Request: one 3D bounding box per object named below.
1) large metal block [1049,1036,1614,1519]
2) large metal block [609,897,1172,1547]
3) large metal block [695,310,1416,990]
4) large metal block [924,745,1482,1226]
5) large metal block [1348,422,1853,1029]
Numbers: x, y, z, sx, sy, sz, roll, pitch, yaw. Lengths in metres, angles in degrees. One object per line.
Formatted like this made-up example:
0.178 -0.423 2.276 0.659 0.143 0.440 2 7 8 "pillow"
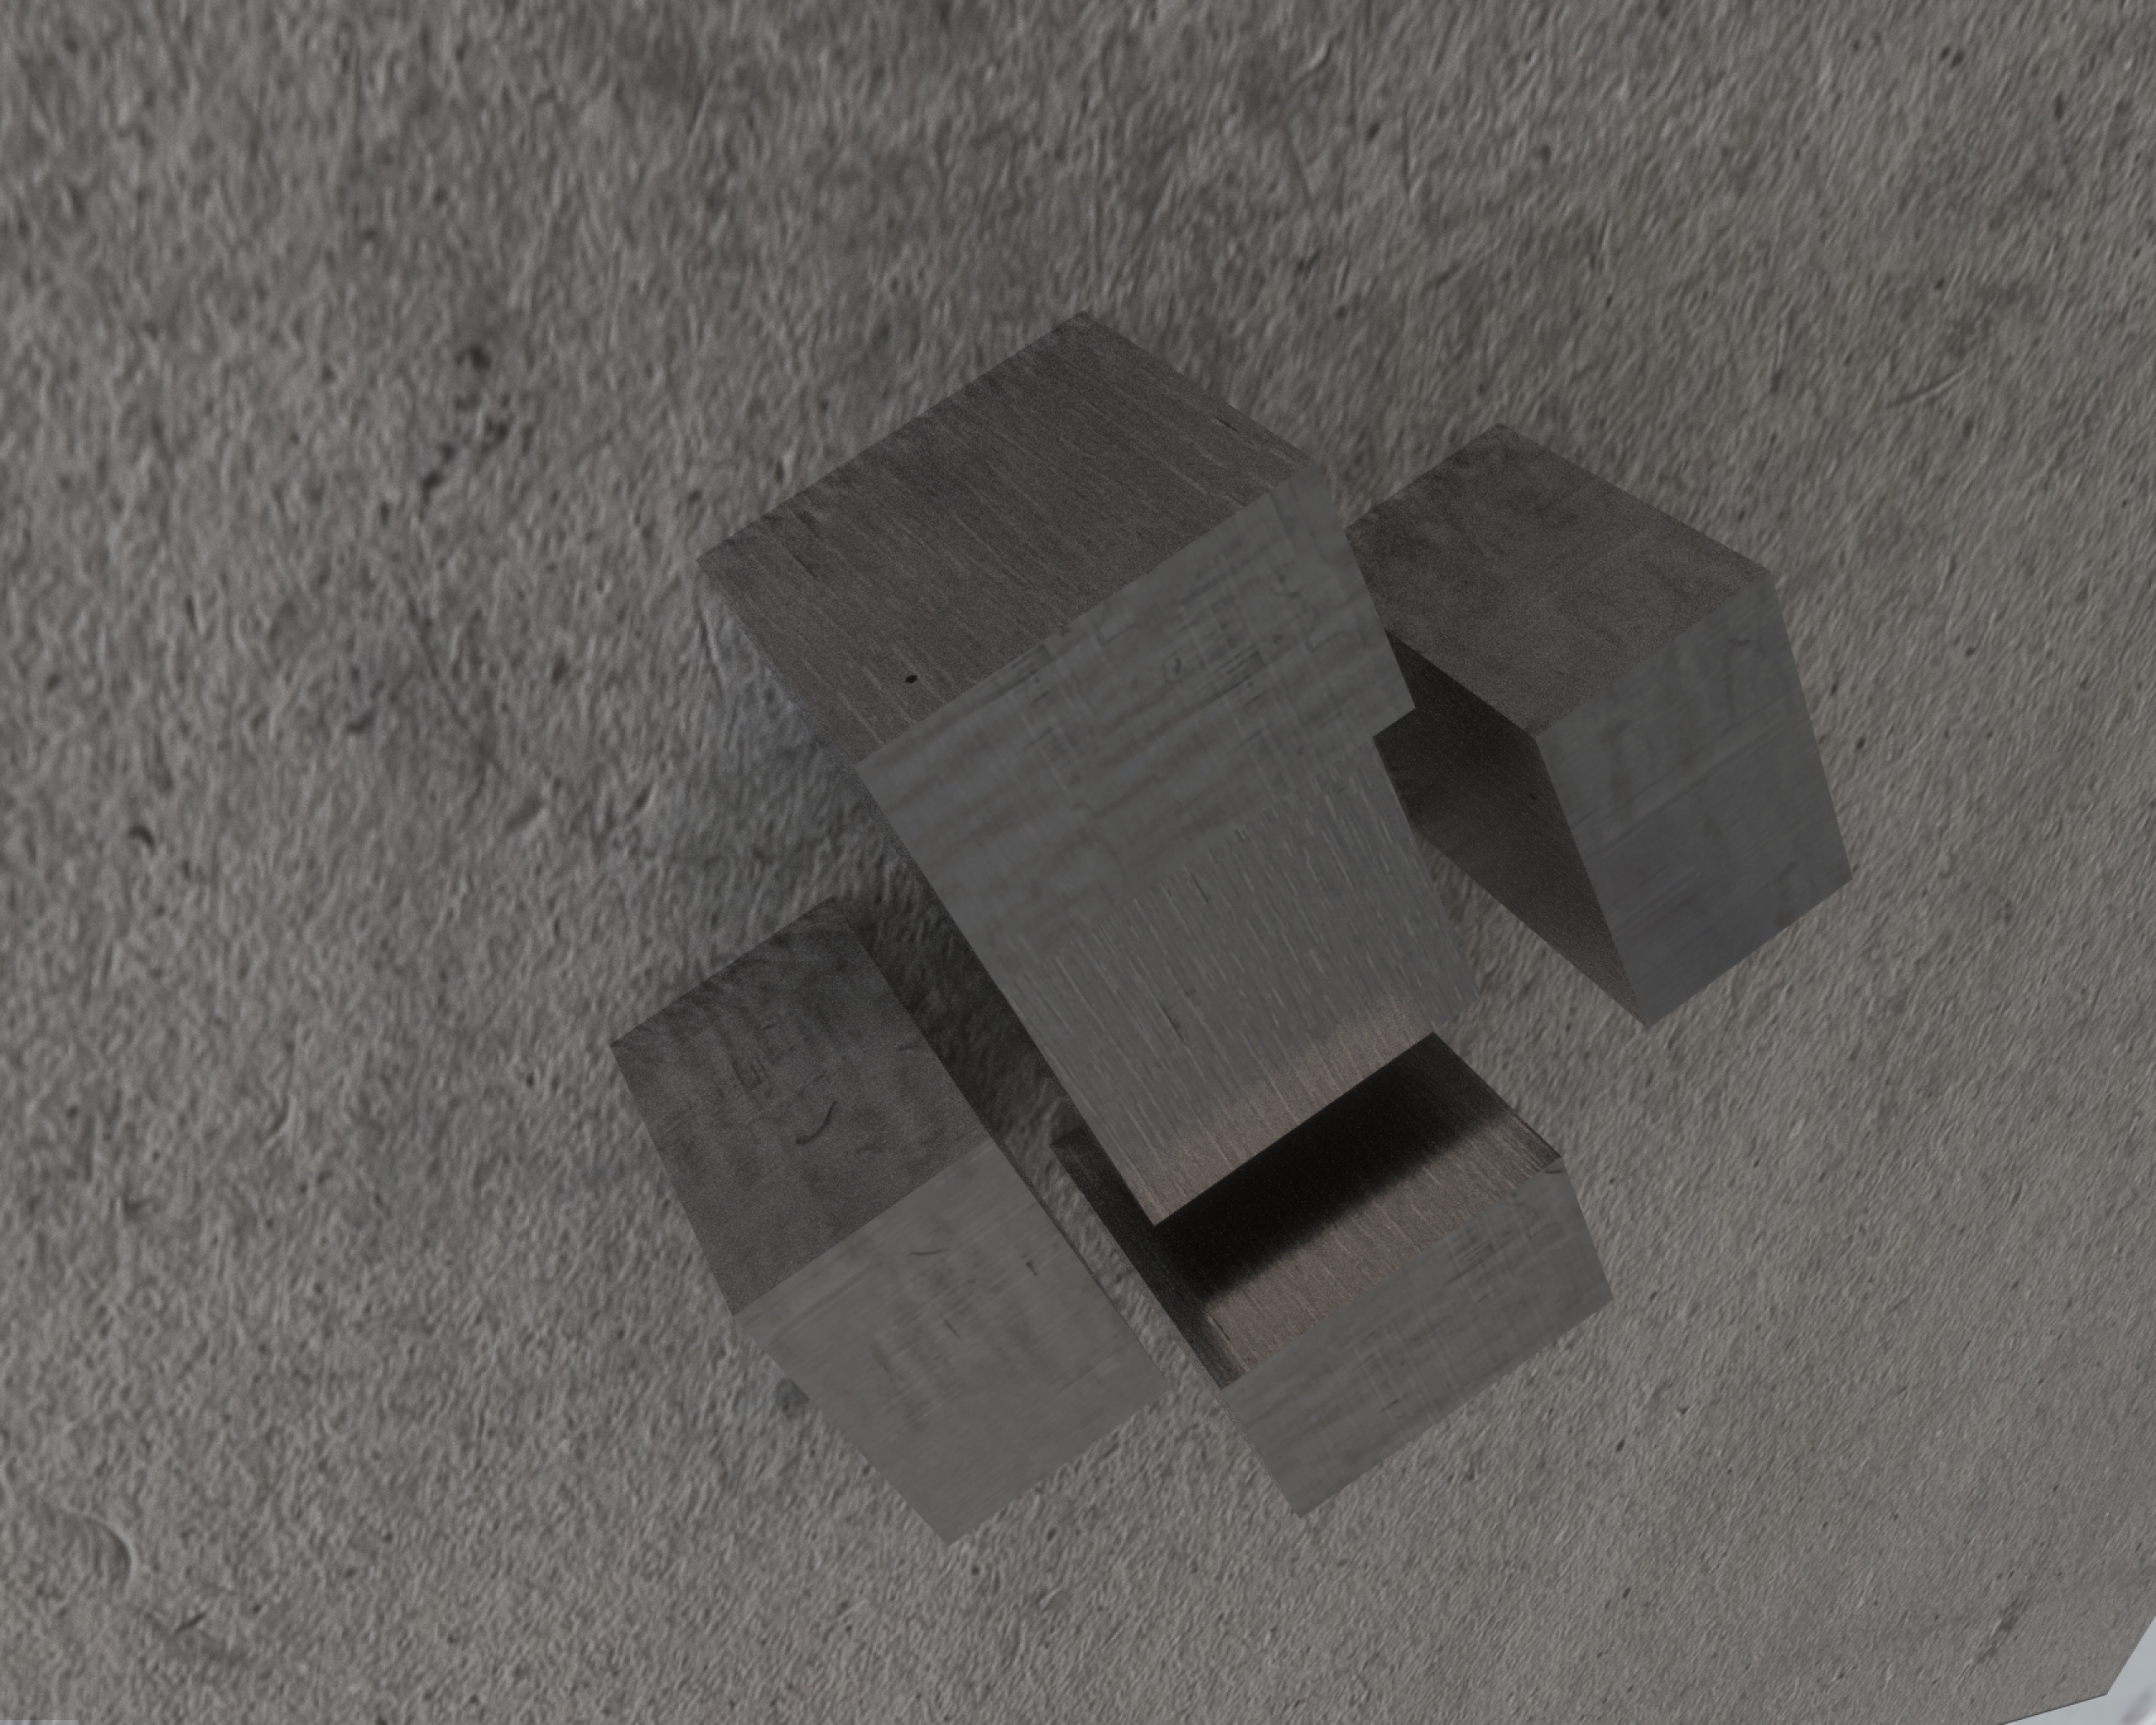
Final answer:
0.053 0.077 0.448 0.080 0.080 0.050 -33 129 -7 "large metal block"
-0.036 0.066 0.393 0.050 0.080 0.080 -35 129 -5 "large metal block"
-0.006 -0.038 0.344 0.080 0.080 0.050 -34 129 -6 "large metal block"
0.022 0.011 0.409 0.080 0.050 0.080 -34 129 -6 "large metal block"
0.096 -0.028 0.406 0.050 0.080 0.080 -35 129 -5 "large metal block"
